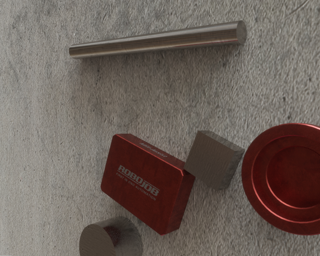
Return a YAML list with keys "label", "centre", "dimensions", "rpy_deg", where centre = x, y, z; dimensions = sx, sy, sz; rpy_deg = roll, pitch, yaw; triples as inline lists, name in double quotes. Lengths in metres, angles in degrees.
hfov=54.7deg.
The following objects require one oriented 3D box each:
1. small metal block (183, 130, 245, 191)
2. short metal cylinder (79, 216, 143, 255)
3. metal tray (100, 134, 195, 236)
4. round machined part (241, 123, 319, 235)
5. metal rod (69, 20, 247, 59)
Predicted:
- label: "small metal block"
  centre: [0.061, 0.036, 0.355]
  dimensions: [0.050, 0.025, 0.050]
  rpy_deg: [31, 109, 35]
- label: "short metal cylinder"
  centre: [-0.072, 0.173, 0.448]
  dimensions: [0.080, 0.050, 0.080]
  rpy_deg: [0, 90, 40]
- label: "metal tray"
  centre: [-0.021, 0.071, 0.419]
  dimensions: [0.130, 0.030, 0.089]
  rpy_deg: [25, 106, 37]
- label: "round machined part"
  centre: [0.130, 0.044, 0.287]
  dimensions: [0.098, 0.042, 0.097]
  rpy_deg: [0, 90, 40]
- label: "metal rod"
  centre: [-0.028, -0.116, 0.427]
  dimensions: [0.300, 0.025, 0.025]
  rpy_deg: [6, 94, 39]
